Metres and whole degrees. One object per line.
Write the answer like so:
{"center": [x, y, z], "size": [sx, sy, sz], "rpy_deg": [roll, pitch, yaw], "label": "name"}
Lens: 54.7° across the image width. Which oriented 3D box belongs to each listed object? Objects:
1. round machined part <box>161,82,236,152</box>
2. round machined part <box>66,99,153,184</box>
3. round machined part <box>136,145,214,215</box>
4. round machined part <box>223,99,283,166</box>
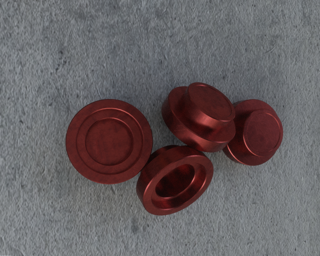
{"center": [0.055, -0.020, 0.391], "size": [0.099, 0.042, 0.098], "rpy_deg": [20, 40, -17], "label": "round machined part"}
{"center": [-0.061, 0.017, 0.372], "size": [0.099, 0.042, 0.097], "rpy_deg": [1, 85, -13], "label": "round machined part"}
{"center": [0.015, 0.060, 0.389], "size": [0.099, 0.042, 0.097], "rpy_deg": [-18, 132, -21], "label": "round machined part"}
{"center": [0.138, 0.007, 0.451], "size": [0.099, 0.042, 0.097], "rpy_deg": [0, 90, -20], "label": "round machined part"}
